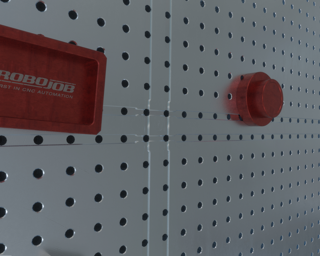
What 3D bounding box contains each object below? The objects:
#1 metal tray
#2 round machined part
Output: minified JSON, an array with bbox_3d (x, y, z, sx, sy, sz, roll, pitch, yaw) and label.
[{"bbox_3d":[-0.120,-0.042,0.305,0.131,0.030,0.089,7,86,-40],"label":"metal tray"},{"bbox_3d":[0.184,-0.052,0.553,0.099,0.042,0.097,0,90,-40],"label":"round machined part"}]
